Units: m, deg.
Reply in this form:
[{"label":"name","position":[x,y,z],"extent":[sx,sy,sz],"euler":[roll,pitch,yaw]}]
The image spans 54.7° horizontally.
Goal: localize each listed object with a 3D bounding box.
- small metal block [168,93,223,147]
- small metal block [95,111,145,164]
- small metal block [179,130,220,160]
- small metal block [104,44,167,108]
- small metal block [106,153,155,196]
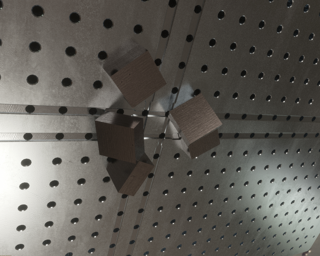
[{"label":"small metal block","position":[0.046,-0.011,0.413],"extent":[0.050,0.050,0.025],"euler":[-31,170,-9]},{"label":"small metal block","position":[-0.048,0.011,0.375],"extent":[0.025,0.050,0.050],"euler":[-53,149,-52]},{"label":"small metal block","position":[0.057,0.010,0.451],"extent":[0.050,0.025,0.050],"euler":[-27,128,-12]},{"label":"small metal block","position":[-0.028,-0.060,0.360],"extent":[0.050,0.025,0.050],"euler":[-37,130,-4]},{"label":"small metal block","position":[-0.040,0.052,0.407],"extent":[0.025,0.050,0.050],"euler":[24,105,-38]}]
